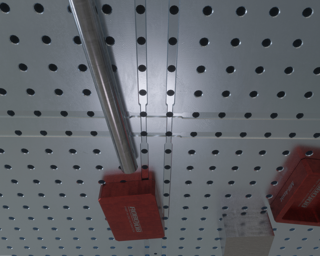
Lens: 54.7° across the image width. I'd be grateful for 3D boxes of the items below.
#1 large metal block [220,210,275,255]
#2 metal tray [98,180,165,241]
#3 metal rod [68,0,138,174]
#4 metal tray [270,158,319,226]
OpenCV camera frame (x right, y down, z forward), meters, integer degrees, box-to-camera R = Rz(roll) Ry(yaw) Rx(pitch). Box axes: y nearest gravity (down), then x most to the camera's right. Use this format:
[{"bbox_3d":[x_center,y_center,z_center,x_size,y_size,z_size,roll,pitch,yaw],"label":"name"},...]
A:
[{"bbox_3d":[0.154,0.196,0.564,0.080,0.050,0.079,-3,130,2],"label":"large metal block"},{"bbox_3d":[-0.044,0.145,0.531,0.090,0.030,0.129,-6,130,5],"label":"metal tray"},{"bbox_3d":[-0.065,-0.054,0.365,0.025,0.025,0.298,-6,130,5],"label":"metal rod"},{"bbox_3d":[0.249,0.108,0.502,0.091,0.030,0.129,7,130,-7],"label":"metal tray"}]
